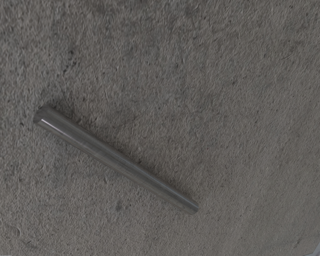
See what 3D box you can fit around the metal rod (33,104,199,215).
[{"bbox_3d":[-0.036,0.059,0.422,0.025,0.025,0.301,-47,129,4],"label":"metal rod"}]
